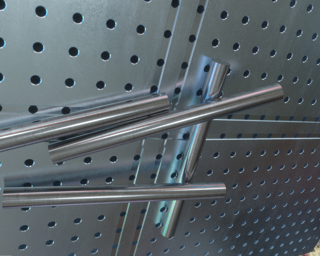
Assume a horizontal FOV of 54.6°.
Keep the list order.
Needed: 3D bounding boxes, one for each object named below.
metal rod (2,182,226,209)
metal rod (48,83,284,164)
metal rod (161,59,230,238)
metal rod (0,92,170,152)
[{"bbox_3d":[-0.044,0.089,0.421,0.302,0.025,0.025,3,117,-23],"label":"metal rod"},{"bbox_3d":[0.016,-0.009,0.390,0.302,0.025,0.025,-15,125,-11],"label":"metal rod"},{"bbox_3d":[0.046,0.046,0.463,0.025,0.025,0.298,0,119,-28],"label":"metal rod"},{"bbox_3d":[-0.130,0.003,0.341,0.302,0.025,0.025,-15,125,-20],"label":"metal rod"}]
